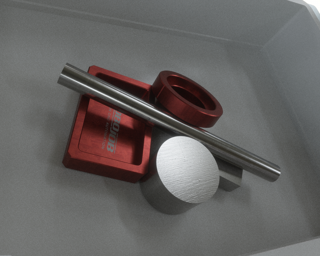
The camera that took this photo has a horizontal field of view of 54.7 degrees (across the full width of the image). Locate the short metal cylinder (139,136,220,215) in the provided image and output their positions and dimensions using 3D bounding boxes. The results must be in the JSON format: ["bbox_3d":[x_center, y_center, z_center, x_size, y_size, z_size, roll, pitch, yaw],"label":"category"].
[{"bbox_3d":[0.022,0.056,0.366,0.081,0.050,0.080,14,56,-21],"label":"short metal cylinder"}]

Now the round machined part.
[{"bbox_3d":[0.031,-0.032,0.415,0.098,0.042,0.098,26,27,-14],"label":"round machined part"}]

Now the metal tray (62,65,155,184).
[{"bbox_3d":[-0.056,-0.007,0.374,0.091,0.030,0.130,17,55,-19],"label":"metal tray"}]

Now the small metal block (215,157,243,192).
[{"bbox_3d":[0.084,0.051,0.419,0.050,0.025,0.050,28,52,-11],"label":"small metal block"}]

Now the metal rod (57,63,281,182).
[{"bbox_3d":[0.024,0.001,0.380,0.302,0.025,0.025,25,53,-16],"label":"metal rod"}]
